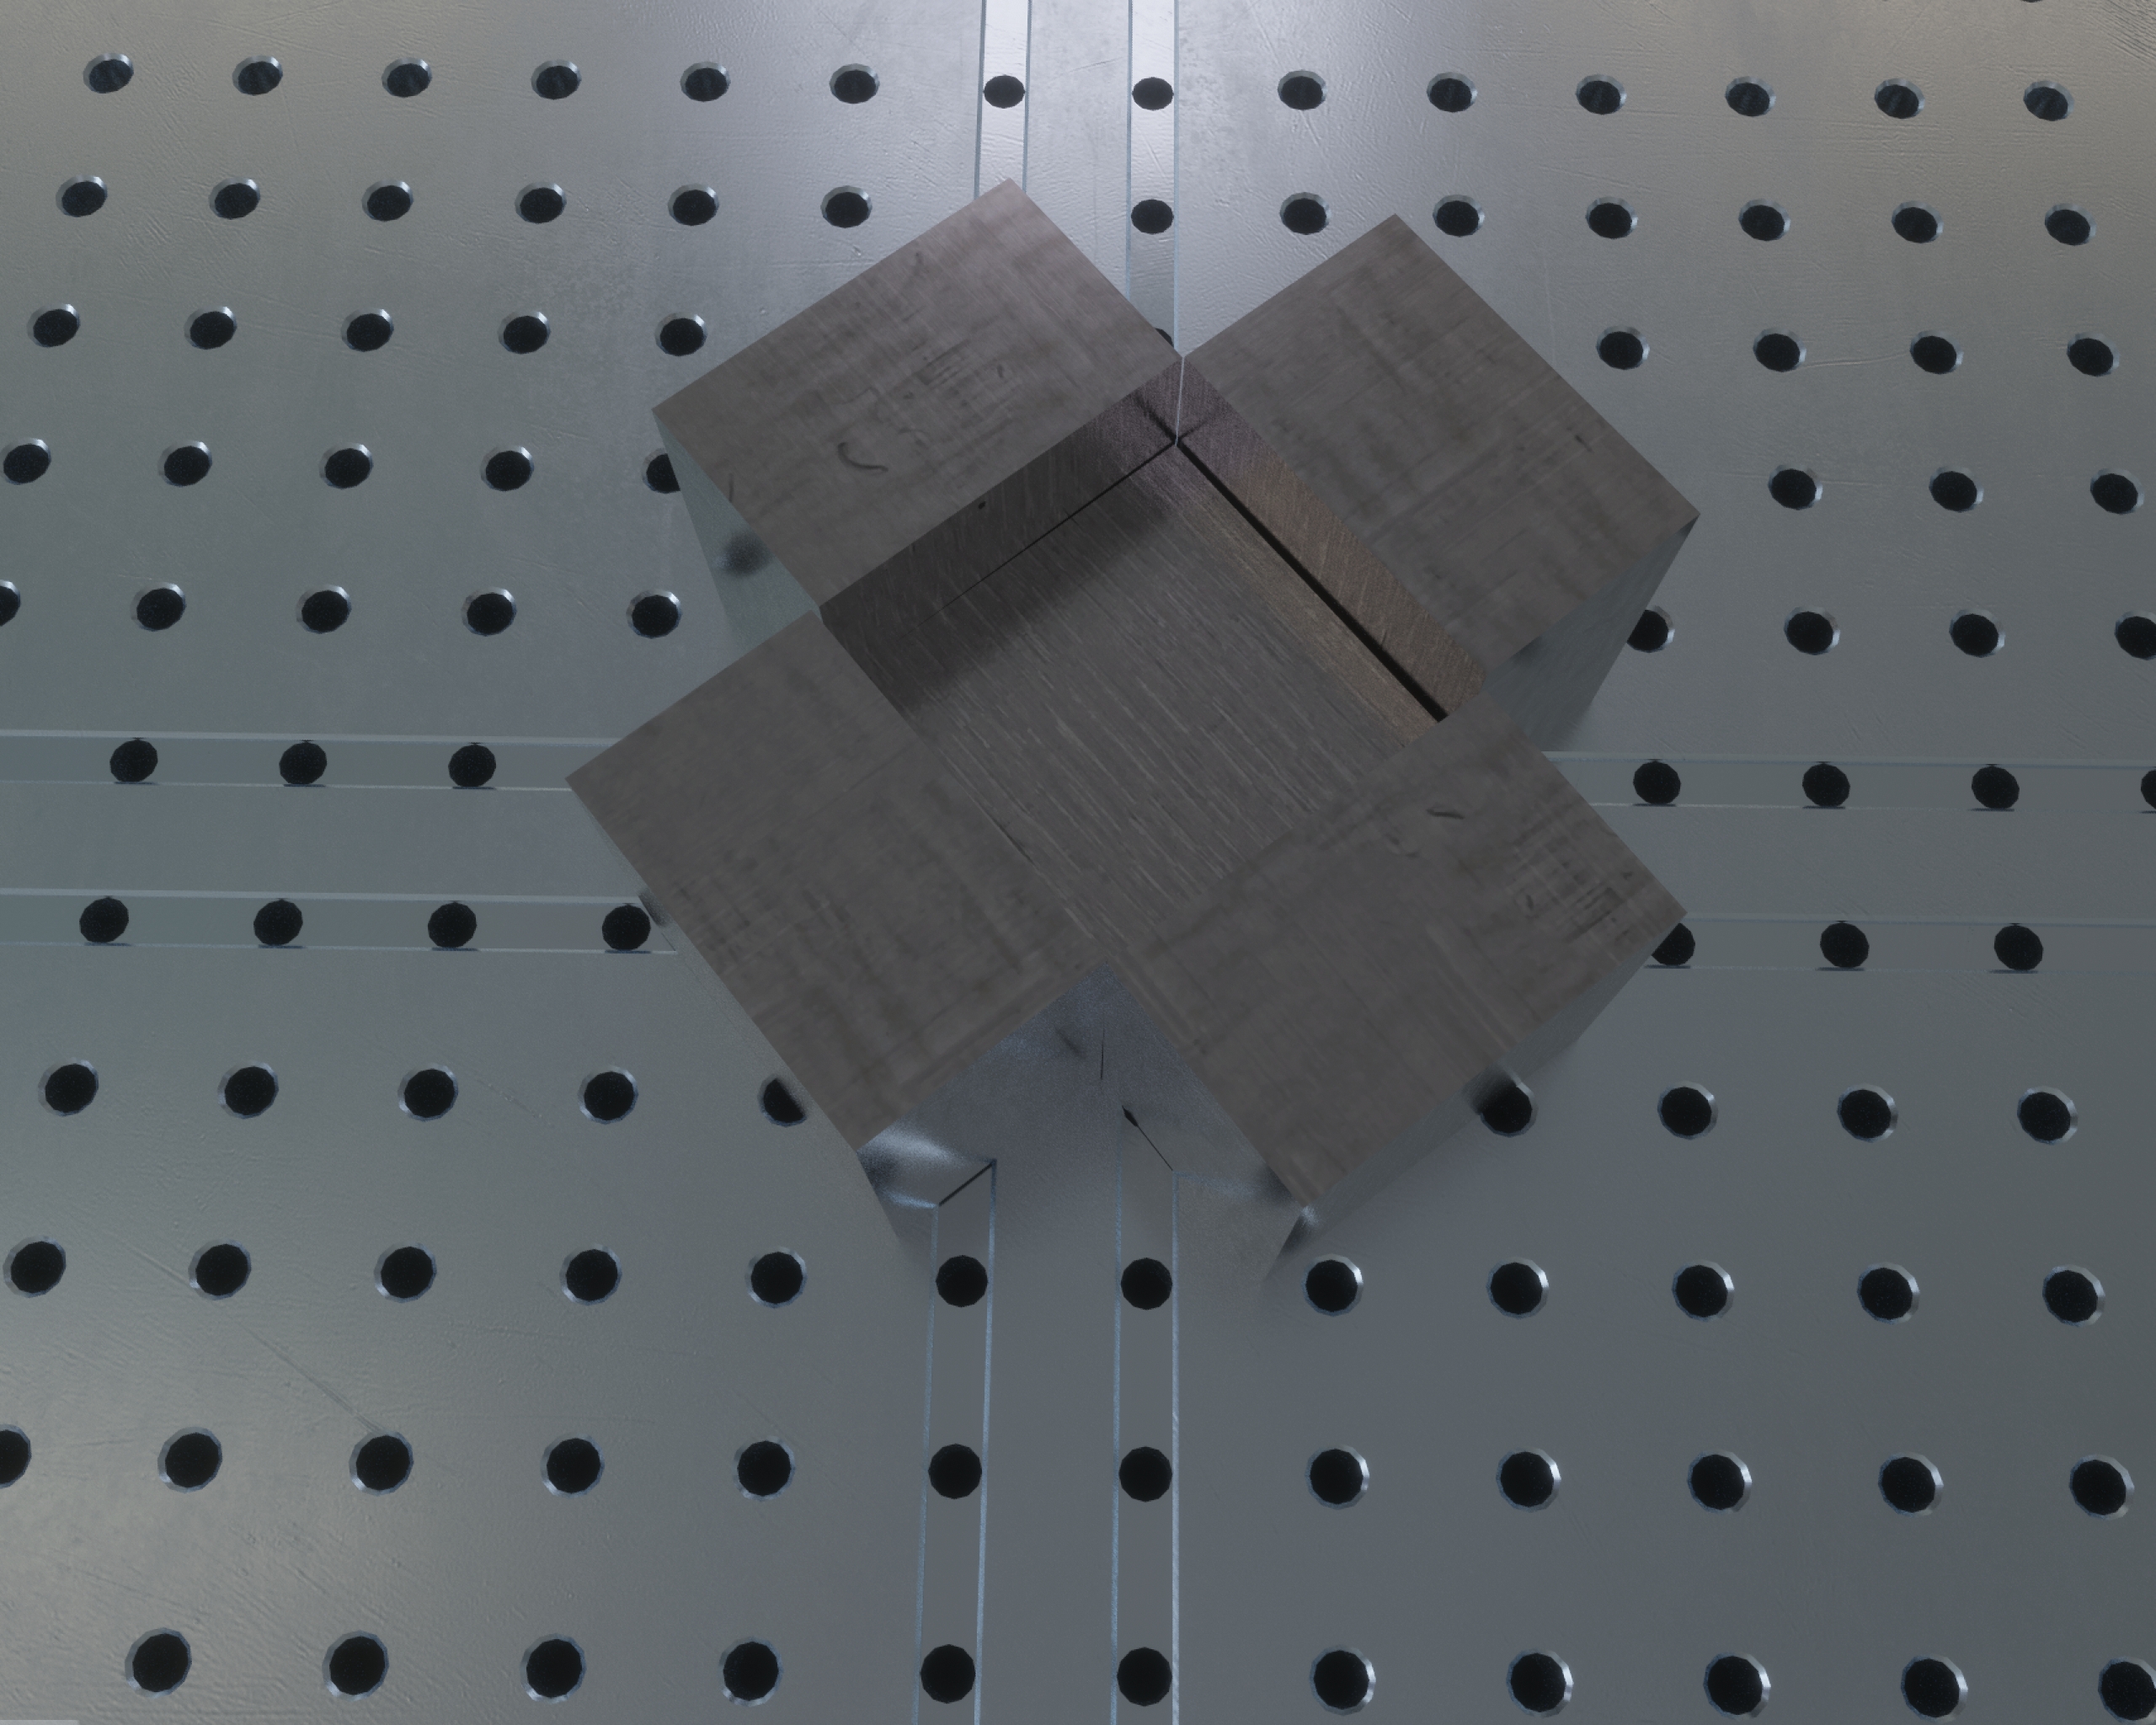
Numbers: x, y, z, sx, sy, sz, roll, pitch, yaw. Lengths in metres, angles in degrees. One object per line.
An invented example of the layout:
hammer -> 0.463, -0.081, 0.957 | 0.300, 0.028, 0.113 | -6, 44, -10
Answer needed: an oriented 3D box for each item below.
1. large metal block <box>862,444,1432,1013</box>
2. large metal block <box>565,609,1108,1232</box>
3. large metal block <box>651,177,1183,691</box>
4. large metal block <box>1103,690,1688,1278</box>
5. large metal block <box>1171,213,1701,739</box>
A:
large metal block -> 0.013, -0.019, 0.404 | 0.080, 0.050, 0.080 | -37, 73, -10
large metal block -> -0.040, 0.014, 0.377 | 0.050, 0.080, 0.080 | -37, 75, -12
large metal block -> -0.028, -0.072, 0.409 | 0.080, 0.080, 0.050 | -37, 74, -12
large metal block -> 0.052, 0.025, 0.375 | 0.080, 0.080, 0.050 | -35, 74, -12
large metal block -> 0.064, -0.062, 0.406 | 0.050, 0.080, 0.080 | -37, 75, -12
